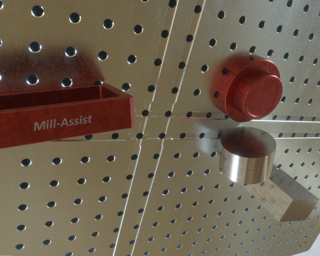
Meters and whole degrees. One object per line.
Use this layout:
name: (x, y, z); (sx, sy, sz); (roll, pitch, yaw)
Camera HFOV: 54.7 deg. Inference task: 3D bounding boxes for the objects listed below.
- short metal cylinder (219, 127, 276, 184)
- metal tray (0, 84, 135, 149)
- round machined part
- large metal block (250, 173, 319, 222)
short metal cylinder: (0.133, 0.040, 0.476); (0.081, 0.080, 0.050); (-17, 125, -19)
metal tray: (-0.101, -0.017, 0.301); (0.131, 0.090, 0.030); (-10, 109, -24)
round machined part: (0.135, -0.051, 0.445); (0.099, 0.042, 0.097); (-14, 125, -21)
large metal block: (0.235, 0.129, 0.587); (0.081, 0.080, 0.050); (8, 114, -33)
